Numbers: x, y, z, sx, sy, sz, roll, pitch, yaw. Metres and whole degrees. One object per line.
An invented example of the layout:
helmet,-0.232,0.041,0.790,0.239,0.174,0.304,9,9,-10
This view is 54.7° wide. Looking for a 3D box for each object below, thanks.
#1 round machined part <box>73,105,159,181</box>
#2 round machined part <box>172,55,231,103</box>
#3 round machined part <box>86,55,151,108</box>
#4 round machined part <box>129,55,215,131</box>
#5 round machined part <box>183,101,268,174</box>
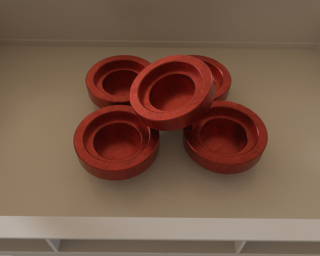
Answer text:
round machined part,-0.050,0.021,0.373,0.099,0.042,0.098,0,50,0
round machined part,0.048,-0.057,0.441,0.099,0.042,0.098,0,50,0
round machined part,-0.052,-0.057,0.439,0.099,0.042,0.098,0,50,0
round machined part,0.017,-0.037,0.368,0.098,0.042,0.098,-10,54,15
round machined part,0.077,0.015,0.380,0.099,0.042,0.098,0,50,0
